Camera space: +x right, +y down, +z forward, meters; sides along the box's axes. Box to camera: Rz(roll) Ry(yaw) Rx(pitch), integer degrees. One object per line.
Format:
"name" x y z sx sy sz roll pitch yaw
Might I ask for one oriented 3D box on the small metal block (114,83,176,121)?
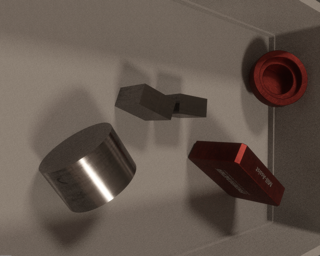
"small metal block" -0.018 -0.030 0.377 0.050 0.050 0.025 26 74 -38

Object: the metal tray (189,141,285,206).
"metal tray" 0.116 0.068 0.463 0.130 0.090 0.030 42 64 -32

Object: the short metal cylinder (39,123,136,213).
"short metal cylinder" -0.071 0.038 0.312 0.080 0.080 0.050 -43 117 -32

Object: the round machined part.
"round machined part" 0.205 -0.084 0.551 0.099 0.042 0.097 1 83 -6

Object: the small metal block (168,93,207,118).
"small metal block" 0.027 -0.028 0.415 0.050 0.050 0.025 6 87 -40
